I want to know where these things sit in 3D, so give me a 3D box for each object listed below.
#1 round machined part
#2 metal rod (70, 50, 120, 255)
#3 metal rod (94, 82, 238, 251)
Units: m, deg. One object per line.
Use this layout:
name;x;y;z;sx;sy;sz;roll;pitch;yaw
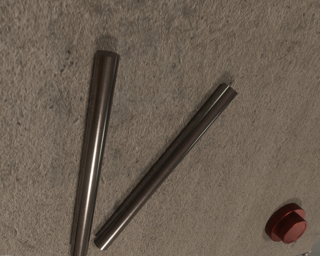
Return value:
round machined part;0.289;0.220;0.694;0.099;0.042;0.097;-14;125;-21
metal rod;-0.087;0.052;0.392;0.025;0.025;0.298;-1;119;-28
metal rod;0.004;0.060;0.447;0.025;0.025;0.299;33;100;-39
